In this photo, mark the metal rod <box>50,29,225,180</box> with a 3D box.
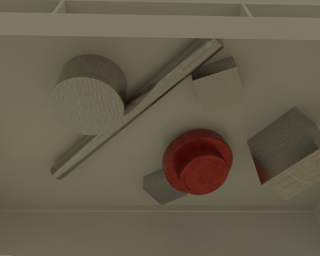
[{"bbox_3d":[-0.046,-0.015,0.395,0.299,0.025,0.025,-37,121,27],"label":"metal rod"}]

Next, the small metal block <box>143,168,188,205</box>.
[{"bbox_3d":[0.009,0.090,0.486,0.050,0.025,0.050,-27,125,21],"label":"small metal block"}]

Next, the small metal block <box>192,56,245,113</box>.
[{"bbox_3d":[0.069,-0.050,0.367,0.050,0.025,0.050,-16,129,13],"label":"small metal block"}]

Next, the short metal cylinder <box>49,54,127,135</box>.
[{"bbox_3d":[-0.080,-0.038,0.359,0.081,0.050,0.079,0,130,0],"label":"short metal cylinder"}]

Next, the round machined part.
[{"bbox_3d":[0.055,0.054,0.429,0.099,0.042,0.097,-7,121,-11],"label":"round machined part"}]

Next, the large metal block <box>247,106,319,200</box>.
[{"bbox_3d":[0.170,0.033,0.404,0.050,0.080,0.080,32,123,-25],"label":"large metal block"}]
